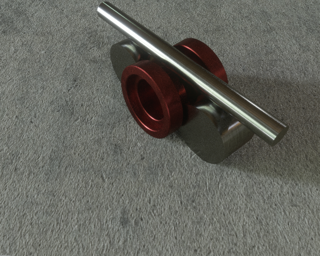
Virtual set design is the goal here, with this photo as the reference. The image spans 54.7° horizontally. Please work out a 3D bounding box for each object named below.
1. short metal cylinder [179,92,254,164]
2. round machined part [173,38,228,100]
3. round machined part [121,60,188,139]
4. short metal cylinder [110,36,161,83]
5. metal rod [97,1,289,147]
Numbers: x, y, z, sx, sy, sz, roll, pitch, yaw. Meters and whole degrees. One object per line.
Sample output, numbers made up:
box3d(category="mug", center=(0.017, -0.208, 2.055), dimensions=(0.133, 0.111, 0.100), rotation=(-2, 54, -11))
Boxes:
box3d(category="short metal cylinder", center=(0.065, -0.004, 0.373), dimensions=(0.050, 0.080, 0.080), rotation=(-32, 57, -24))
box3d(category="round machined part", center=(0.040, -0.066, 0.413), dimensions=(0.042, 0.098, 0.098), rotation=(-35, 58, -20))
box3d(category="round machined part", center=(-0.003, -0.039, 0.389), dimensions=(0.042, 0.097, 0.098), rotation=(-30, 56, -28))
box3d(category="short metal cylinder", center=(-0.028, -0.092, 0.445), dimensions=(0.050, 0.080, 0.080), rotation=(-32, 57, -24))
box3d(category="metal rod", center=(0.018, -0.080, 0.369), dimensions=(0.025, 0.025, 0.300), rotation=(-33, 58, -25))
